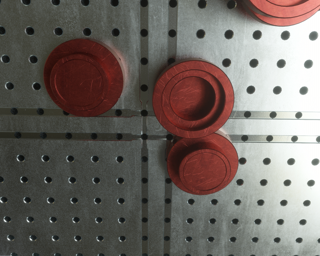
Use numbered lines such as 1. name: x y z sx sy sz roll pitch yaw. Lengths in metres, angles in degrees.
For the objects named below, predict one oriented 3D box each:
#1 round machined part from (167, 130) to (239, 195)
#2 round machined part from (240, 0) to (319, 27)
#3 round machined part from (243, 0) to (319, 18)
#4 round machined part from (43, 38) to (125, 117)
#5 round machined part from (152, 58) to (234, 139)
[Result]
1. round machined part: 0.058 0.050 0.423 0.099 0.042 0.097 0 110 0
2. round machined part: 0.135 -0.164 0.345 0.099 0.042 0.097 0 110 0
3. round machined part: 0.121 -0.159 0.302 0.099 0.042 0.097 0 110 0
4. round machined part: -0.094 -0.059 0.382 0.099 0.042 0.097 0 110 0
5. round machined part: 0.040 -0.039 0.390 0.099 0.042 0.097 0 110 0
